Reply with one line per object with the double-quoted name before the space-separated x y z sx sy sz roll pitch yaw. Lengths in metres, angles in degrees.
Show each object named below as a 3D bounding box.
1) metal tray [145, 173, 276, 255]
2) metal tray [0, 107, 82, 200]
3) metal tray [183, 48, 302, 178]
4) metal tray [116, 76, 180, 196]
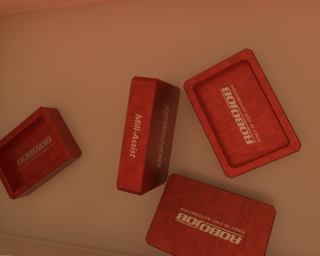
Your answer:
"metal tray" 0.060 0.117 0.369 0.130 0.030 0.090 16 72 19
"metal tray" -0.194 0.039 0.476 0.130 0.030 0.090 -35 79 16
"metal tray" 0.096 -0.016 0.373 0.090 0.030 0.130 -27 81 18
"metal tray" -0.011 0.008 0.379 0.030 0.090 0.129 10 93 20
